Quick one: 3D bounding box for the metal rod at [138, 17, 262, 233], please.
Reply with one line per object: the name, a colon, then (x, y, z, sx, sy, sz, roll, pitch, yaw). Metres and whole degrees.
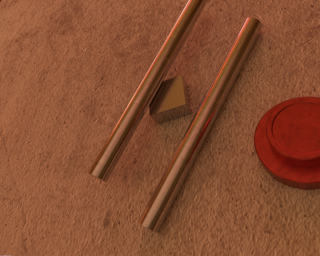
metal rod: (0.057, -0.016, 0.382, 0.025, 0.025, 0.300, 18, 71, 35)

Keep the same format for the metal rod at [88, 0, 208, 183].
metal rod: (-0.008, -0.067, 0.415, 0.025, 0.025, 0.300, 16, 69, 34)

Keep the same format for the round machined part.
round machined part: (0.145, 0.009, 0.311, 0.098, 0.042, 0.098, -13, 56, 20)

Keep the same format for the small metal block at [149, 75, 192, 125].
small metal block: (0.013, -0.038, 0.419, 0.050, 0.025, 0.050, -17, 55, 18)
